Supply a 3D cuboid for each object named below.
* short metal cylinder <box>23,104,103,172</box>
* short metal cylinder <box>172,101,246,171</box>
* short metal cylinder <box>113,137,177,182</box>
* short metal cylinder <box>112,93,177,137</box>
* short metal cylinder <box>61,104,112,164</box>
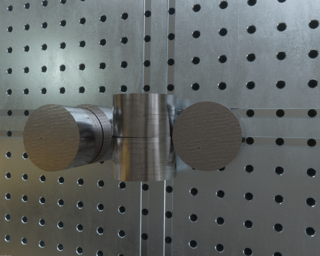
[{"bbox_3d":[-0.120,0.011,0.387,0.080,0.050,0.079,0,90,20],"label":"short metal cylinder"},{"bbox_3d":[0.061,0.009,0.377,0.080,0.050,0.079,0,90,19],"label":"short metal cylinder"},{"bbox_3d":[-0.019,0.036,0.390,0.080,0.080,0.050,-1,90,20],"label":"short metal cylinder"},{"bbox_3d":[-0.019,-0.015,0.390,0.080,0.080,0.050,1,91,20],"label":"short metal cylinder"},{"bbox_3d":[-0.090,0.008,0.431,0.080,0.050,0.079,0,90,19],"label":"short metal cylinder"}]
